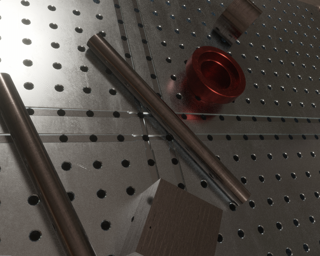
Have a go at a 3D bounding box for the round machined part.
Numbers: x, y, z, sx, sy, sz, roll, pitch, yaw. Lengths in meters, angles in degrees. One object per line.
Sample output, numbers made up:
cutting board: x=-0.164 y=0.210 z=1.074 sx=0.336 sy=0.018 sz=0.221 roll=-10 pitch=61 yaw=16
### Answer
round machined part: x=0.084 y=-0.079 z=0.493 sx=0.099 sy=0.042 sz=0.098 roll=14 pitch=56 yaw=-21

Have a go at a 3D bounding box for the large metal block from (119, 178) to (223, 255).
large metal block: x=0.013 y=0.113 z=0.331 sx=0.080 sy=0.050 sz=0.080 roll=29 pitch=52 yaw=-10

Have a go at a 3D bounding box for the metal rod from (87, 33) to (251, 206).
metal rod: x=0.009 y=-0.014 z=0.423 sx=0.300 sy=0.025 sz=0.025 roll=47 pitch=51 yaw=4

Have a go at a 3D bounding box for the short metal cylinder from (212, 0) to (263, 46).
short metal cylinder: x=0.143 y=-0.199 z=0.574 sx=0.050 sy=0.080 sz=0.080 roll=43 pitch=51 yaw=1

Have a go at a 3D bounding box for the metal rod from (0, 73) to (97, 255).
metal rod: x=-0.105 y=0.071 z=0.308 sx=0.025 sy=0.025 sz=0.299 roll=-21 pitch=73 yaw=-36
